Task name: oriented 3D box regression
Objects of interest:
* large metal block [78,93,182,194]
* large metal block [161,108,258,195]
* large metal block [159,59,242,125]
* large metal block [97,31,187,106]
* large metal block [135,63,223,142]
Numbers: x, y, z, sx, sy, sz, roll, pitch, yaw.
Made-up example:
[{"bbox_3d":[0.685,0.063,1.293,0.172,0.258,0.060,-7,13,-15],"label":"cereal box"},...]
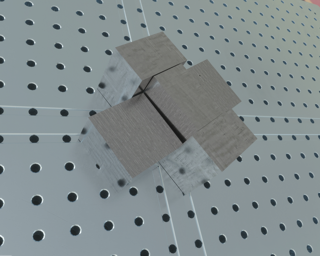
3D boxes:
[{"bbox_3d":[-0.034,0.016,0.365,0.081,0.050,0.080,-30,78,-38],"label":"large metal block"},{"bbox_3d":[0.060,0.029,0.386,0.081,0.080,0.050,-32,80,-39],"label":"large metal block"},{"bbox_3d":[0.056,-0.042,0.446,0.081,0.050,0.080,-33,82,-38],"label":"large metal block"},{"bbox_3d":[-0.024,-0.069,0.401,0.081,0.080,0.050,-32,79,-38],"label":"large metal block"},{"bbox_3d":[0.018,-0.020,0.394,0.050,0.080,0.080,-33,80,-38],"label":"large metal block"}]
